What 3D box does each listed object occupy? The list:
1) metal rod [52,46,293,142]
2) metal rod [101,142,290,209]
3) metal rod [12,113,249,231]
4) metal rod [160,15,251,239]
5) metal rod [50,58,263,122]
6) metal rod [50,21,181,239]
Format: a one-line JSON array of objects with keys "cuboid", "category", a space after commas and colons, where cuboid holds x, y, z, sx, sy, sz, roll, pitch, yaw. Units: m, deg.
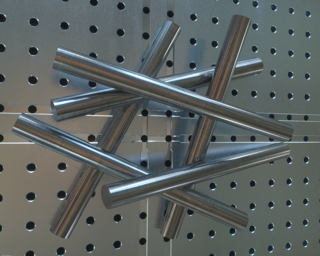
[{"cuboid": [0.031, -0.033, 0.365, 0.302, 0.025, 0.025, 16, 85, -18], "category": "metal rod"}, {"cuboid": [0.069, 0.052, 0.397, 0.302, 0.025, 0.025, -8, 93, -35], "category": "metal rod"}, {"cuboid": [-0.023, 0.059, 0.372, 0.301, 0.025, 0.025, 26, 81, -14], "category": "metal rod"}, {"cuboid": [0.058, 0.002, 0.407, 0.025, 0.025, 0.299, 17, 94, -19], "category": "metal rod"}, {"cuboid": [0.017, -0.056, 0.397, 0.302, 0.025, 0.025, -16, 96, -27], "category": "metal rod"}, {"cuboid": [-0.051, -0.006, 0.393, 0.025, 0.025, 0.300, 31, 80, -18], "category": "metal rod"}]
